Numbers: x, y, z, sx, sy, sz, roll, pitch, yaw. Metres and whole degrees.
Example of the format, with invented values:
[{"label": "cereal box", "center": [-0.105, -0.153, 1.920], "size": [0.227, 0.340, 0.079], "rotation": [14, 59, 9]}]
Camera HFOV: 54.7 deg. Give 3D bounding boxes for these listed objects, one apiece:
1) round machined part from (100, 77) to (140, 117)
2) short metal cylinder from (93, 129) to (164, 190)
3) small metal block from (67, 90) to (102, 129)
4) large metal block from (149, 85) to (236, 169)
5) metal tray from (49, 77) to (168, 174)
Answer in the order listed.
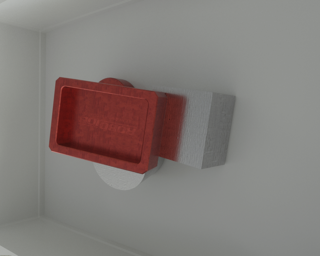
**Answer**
[{"label": "round machined part", "center": [-0.078, -0.026, 0.455], "size": [0.098, 0.042, 0.097], "rotation": [0, 90, 39]}, {"label": "short metal cylinder", "center": [-0.041, 0.034, 0.405], "size": [0.080, 0.050, 0.079], "rotation": [7, 106, 26]}, {"label": "small metal block", "center": [-0.108, -0.025, 0.420], "size": [0.025, 0.050, 0.050], "rotation": [16, 100, 38]}, {"label": "large metal block", "center": [0.033, -0.004, 0.358], "size": [0.080, 0.050, 0.079], "rotation": [13, 98, 39]}, {"label": "metal tray", "center": [-0.063, -0.006, 0.359], "size": [0.130, 0.030, 0.089], "rotation": [11, 97, 19]}]
